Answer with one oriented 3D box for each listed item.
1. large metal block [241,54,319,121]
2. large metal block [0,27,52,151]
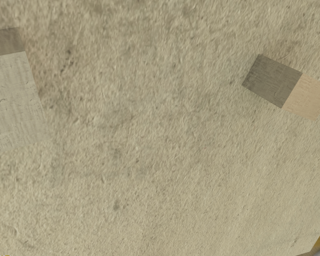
[{"bbox_3d":[0.179,-0.057,0.436,0.081,0.080,0.050,13,112,-34],"label":"large metal block"},{"bbox_3d":[-0.138,-0.036,0.274,0.050,0.080,0.079,-17,126,-19],"label":"large metal block"}]
